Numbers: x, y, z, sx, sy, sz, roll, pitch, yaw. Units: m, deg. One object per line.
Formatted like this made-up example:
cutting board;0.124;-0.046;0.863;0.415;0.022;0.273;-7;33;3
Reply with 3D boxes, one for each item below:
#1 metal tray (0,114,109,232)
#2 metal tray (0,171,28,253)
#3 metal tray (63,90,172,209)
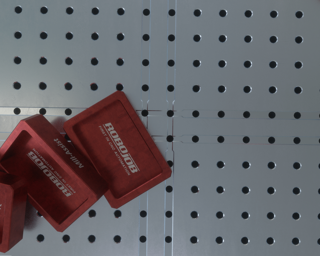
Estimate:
metal tray;-0.139;0.058;0.391;0.130;0.030;0.090;46;116;0
metal tray;-0.238;0.095;0.391;0.130;0.030;0.089;12;102;8
metal tray;-0.054;0.028;0.410;0.090;0.030;0.130;-31;90;0
